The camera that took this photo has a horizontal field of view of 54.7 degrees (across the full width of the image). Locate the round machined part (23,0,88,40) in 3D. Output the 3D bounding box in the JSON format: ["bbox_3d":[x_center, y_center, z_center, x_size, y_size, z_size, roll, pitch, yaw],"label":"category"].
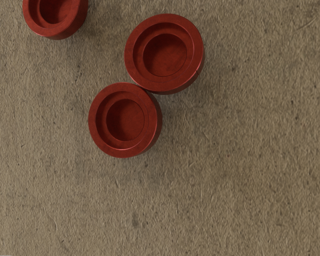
[{"bbox_3d":[-0.146,-0.177,0.452,0.098,0.042,0.097,0,90,20],"label":"round machined part"}]

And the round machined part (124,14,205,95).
[{"bbox_3d":[0.008,-0.089,0.392,0.098,0.042,0.097,-2,82,14],"label":"round machined part"}]

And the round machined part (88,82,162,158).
[{"bbox_3d":[-0.043,-0.010,0.415,0.098,0.042,0.097,0,90,20],"label":"round machined part"}]
